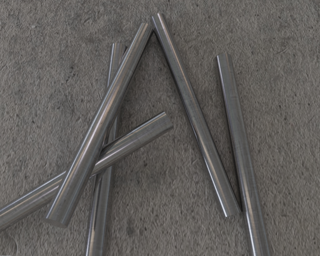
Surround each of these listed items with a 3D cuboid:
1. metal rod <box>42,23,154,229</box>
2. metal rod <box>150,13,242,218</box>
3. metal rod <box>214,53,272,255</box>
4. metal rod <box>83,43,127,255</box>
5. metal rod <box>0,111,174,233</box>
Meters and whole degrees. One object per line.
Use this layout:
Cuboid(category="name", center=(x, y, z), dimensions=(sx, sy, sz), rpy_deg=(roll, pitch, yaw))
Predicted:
Cuboid(category="metal rod", center=(-0.061, -0.027, 0.380), dimensions=(0.025, 0.025, 0.300), rpy_deg=(15, 57, 5))
Cuboid(category="metal rod", center=(0.041, -0.030, 0.419), dimensions=(0.025, 0.025, 0.299), rpy_deg=(-16, 71, -6))
Cuboid(category="metal rod", center=(0.104, 0.040, 0.394), dimensions=(0.025, 0.025, 0.299), rpy_deg=(-5, 70, -2))
Cuboid(category="metal rod", center=(-0.068, 0.024, 0.398), dimensions=(0.025, 0.025, 0.299), rpy_deg=(3, 70, 1))
Cuboid(category="metal rod", center=(-0.119, 0.067, 0.362), dimensions=(0.301, 0.025, 0.025), rpy_deg=(-31, 73, -3))
